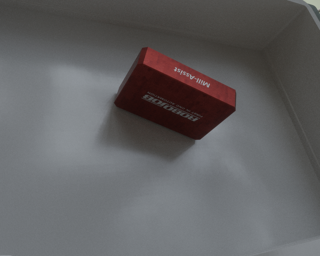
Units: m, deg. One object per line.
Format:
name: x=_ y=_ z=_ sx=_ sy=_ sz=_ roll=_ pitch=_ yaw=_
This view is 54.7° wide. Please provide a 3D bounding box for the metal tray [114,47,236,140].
metal tray: x=0.018 y=-0.038 z=0.394 sx=0.131 sy=0.090 sz=0.030 roll=23 pitch=53 yaw=-16
